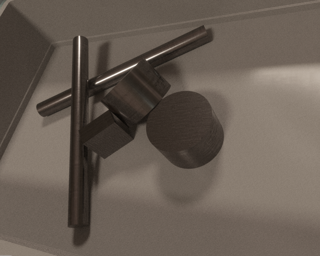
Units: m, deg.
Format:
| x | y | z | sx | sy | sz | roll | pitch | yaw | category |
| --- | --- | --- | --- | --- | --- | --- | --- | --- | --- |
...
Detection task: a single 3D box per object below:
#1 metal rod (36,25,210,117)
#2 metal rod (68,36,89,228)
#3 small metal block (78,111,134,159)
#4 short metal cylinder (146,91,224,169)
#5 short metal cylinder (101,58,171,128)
| x | y | z | sx | sy | sz | roll | pitch | yaw | category |
| --- | --- | --- | --- | --- | --- | --- | --- | --- | --- |
| -0.066 | -0.085 | 0.490 | 0.301 | 0.025 | 0.025 | -22 | 54 | 14 | metal rod |
| -0.117 | -0.012 | 0.449 | 0.025 | 0.025 | 0.299 | -16 | 62 | 19 | metal rod |
| -0.072 | 0.010 | 0.420 | 0.050 | 0.050 | 0.025 | -34 | 52 | 5 | small metal block |
| 0.031 | 0.003 | 0.371 | 0.080 | 0.050 | 0.080 | -13 | 56 | 20 | short metal cylinder |
| -0.032 | -0.046 | 0.408 | 0.080 | 0.050 | 0.080 | -43 | 12 | 11 | short metal cylinder |
